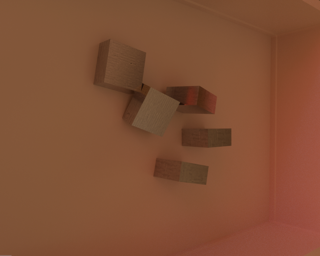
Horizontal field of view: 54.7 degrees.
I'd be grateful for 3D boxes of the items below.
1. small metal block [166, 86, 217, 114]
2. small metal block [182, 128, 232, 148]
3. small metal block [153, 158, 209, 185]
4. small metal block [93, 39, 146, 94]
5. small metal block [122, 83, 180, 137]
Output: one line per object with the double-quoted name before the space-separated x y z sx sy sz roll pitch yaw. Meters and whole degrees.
"small metal block" 0.042 -0.037 0.418 0.050 0.050 0.025 18 78 -53
"small metal block" 0.067 0.013 0.446 0.050 0.050 0.025 -1 91 -40
"small metal block" 0.028 0.058 0.414 0.050 0.050 0.025 15 81 -39
"small metal block" -0.047 -0.071 0.367 0.050 0.025 0.050 12 82 -39
"small metal block" -0.010 -0.022 0.387 0.050 0.025 0.050 23 97 -39
